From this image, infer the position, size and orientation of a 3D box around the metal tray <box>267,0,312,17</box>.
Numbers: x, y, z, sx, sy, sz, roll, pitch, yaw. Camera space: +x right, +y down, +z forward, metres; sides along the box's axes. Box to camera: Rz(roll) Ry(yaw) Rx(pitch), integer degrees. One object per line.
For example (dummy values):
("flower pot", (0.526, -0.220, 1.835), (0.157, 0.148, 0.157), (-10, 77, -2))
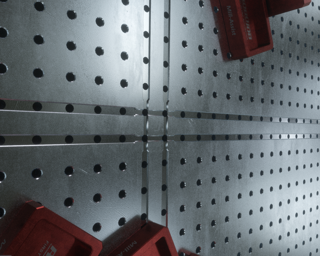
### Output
("metal tray", (0.201, -0.265, 0.537), (0.030, 0.090, 0.129), (-29, 109, -37))

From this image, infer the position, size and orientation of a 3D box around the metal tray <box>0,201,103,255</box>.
("metal tray", (-0.127, 0.150, 0.300), (0.090, 0.030, 0.130), (46, 62, -31))

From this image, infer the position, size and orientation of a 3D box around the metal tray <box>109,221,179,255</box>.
("metal tray", (-0.032, 0.191, 0.381), (0.131, 0.030, 0.090), (-31, 109, -36))

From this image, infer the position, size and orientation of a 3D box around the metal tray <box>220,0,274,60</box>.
("metal tray", (0.149, -0.191, 0.533), (0.091, 0.030, 0.129), (-25, 106, -37))

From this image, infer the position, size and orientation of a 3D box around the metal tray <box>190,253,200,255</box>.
("metal tray", (0.061, 0.265, 0.459), (0.090, 0.030, 0.130), (38, 67, -34))
